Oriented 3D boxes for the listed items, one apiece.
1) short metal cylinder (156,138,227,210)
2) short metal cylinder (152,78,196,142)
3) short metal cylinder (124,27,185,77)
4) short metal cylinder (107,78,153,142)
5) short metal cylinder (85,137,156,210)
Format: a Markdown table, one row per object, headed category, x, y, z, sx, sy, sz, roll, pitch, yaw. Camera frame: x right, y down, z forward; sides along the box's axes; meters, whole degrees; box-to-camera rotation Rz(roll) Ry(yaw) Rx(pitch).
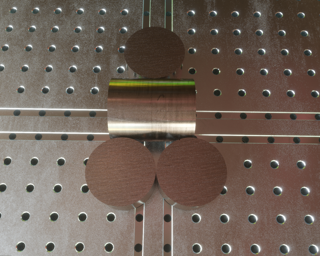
| category | x | y | z | sx | sy | sz | roll | pitch | yaw |
| --- | --- | --- | --- | --- | --- | --- | --- | --- | --- |
| short metal cylinder | 0.036 | 0.057 | 0.376 | 0.081 | 0.050 | 0.080 | 0 | 70 | 0 |
| short metal cylinder | 0.016 | -0.022 | 0.392 | 0.050 | 0.080 | 0.080 | 0 | 70 | 0 |
| short metal cylinder | -0.007 | -0.093 | 0.432 | 0.081 | 0.050 | 0.080 | 0 | 70 | 0 |
| short metal cylinder | -0.035 | -0.023 | 0.391 | 0.050 | 0.080 | 0.080 | 0 | 70 | 0 |
| short metal cylinder | -0.045 | 0.057 | 0.376 | 0.081 | 0.050 | 0.080 | 0 | 70 | 0 |
